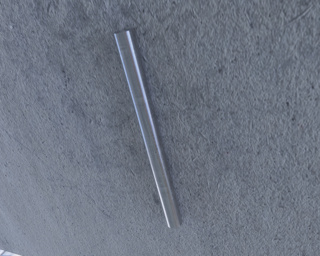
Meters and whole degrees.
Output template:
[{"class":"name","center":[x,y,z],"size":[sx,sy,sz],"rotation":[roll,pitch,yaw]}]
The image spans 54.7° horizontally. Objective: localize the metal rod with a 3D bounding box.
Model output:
[{"class":"metal rod","center":[-0.010,0.018,0.423],"size":[0.025,0.025,0.298],"rotation":[0,119,28]}]
